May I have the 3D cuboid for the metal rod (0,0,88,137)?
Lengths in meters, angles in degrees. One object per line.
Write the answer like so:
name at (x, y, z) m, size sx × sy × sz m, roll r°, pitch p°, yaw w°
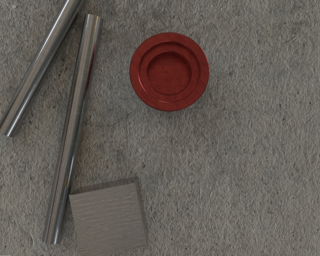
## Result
metal rod at (-0.133, -0.125, 0.408) m, size 0.025 × 0.025 × 0.299 m, roll 28°, pitch 90°, yaw -1°

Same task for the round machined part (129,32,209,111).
round machined part at (0.012, -0.070, 0.402) m, size 0.099 × 0.042 × 0.097 m, roll 0°, pitch 90°, yaw -1°

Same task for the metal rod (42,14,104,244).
metal rod at (-0.115, 0.001, 0.408) m, size 0.025 × 0.025 × 0.298 m, roll 11°, pitch 90°, yaw -1°

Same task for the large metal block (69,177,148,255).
large metal block at (-0.062, 0.112, 0.397) m, size 0.080 × 0.050 × 0.080 m, roll -11°, pitch 90°, yaw -1°
